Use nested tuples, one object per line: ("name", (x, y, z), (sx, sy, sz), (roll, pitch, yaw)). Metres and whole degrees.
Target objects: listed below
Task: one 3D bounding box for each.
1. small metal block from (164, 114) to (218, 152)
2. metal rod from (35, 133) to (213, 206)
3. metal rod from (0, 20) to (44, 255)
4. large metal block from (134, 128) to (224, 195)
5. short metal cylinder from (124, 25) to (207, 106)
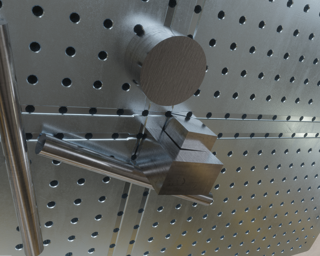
("small metal block", (0.042, 0.007, 0.424), (0.050, 0.050, 0.025), (10, 113, -33))
("metal rod", (-0.027, 0.069, 0.440), (0.301, 0.025, 0.025), (26, 104, -38))
("metal rod", (-0.159, 0.036, 0.346), (0.025, 0.025, 0.298), (-10, 123, -24))
("large metal block", (0.023, 0.045, 0.418), (0.081, 0.080, 0.050), (8, 114, -32))
("short metal cylinder", (0.005, -0.072, 0.355), (0.081, 0.050, 0.079), (-14, 124, -21))
